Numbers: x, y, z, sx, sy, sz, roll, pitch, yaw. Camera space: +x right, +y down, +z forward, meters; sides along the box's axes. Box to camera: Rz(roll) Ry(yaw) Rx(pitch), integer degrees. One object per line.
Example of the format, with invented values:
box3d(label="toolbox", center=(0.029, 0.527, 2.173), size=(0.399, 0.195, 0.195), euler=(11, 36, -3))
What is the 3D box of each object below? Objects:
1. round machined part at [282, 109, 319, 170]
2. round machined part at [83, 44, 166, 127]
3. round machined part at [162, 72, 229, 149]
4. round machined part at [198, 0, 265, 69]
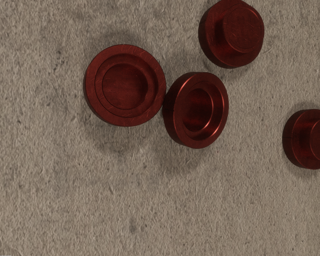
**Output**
box3d(label="round machined part", center=(0.249, 0.018, 0.494), size=(0.099, 0.042, 0.097), euler=(0, 90, -21))
box3d(label="round machined part", center=(-0.045, -0.050, 0.384), size=(0.099, 0.042, 0.097), euler=(0, 90, -20))
box3d(label="round machined part", center=(0.042, -0.025, 0.406), size=(0.099, 0.042, 0.097), euler=(-9, 105, -37))
box3d(label="round machined part", center=(0.108, -0.137, 0.441), size=(0.099, 0.042, 0.097), euler=(0, 90, -21))
